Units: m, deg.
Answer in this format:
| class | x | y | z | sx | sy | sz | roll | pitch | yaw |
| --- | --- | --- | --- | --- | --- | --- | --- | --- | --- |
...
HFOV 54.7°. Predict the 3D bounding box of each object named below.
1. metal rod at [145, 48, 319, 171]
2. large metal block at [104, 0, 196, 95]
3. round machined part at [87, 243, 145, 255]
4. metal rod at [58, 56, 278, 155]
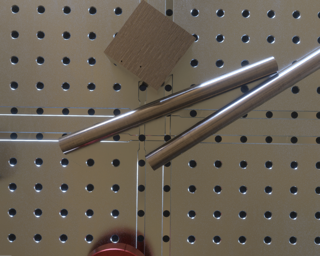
| class | x | y | z | sx | sy | sz | roll | pitch | yaw |
| --- | --- | --- | --- | --- | --- | --- | --- | --- | --- |
| metal rod | 0.114 | -0.032 | 0.414 | 0.301 | 0.025 | 0.025 | -32 | 90 | -1 |
| large metal block | -0.012 | -0.101 | 0.401 | 0.080 | 0.050 | 0.080 | 36 | 90 | -1 |
| round machined part | -0.057 | 0.198 | 0.404 | 0.099 | 0.042 | 0.097 | 0 | 90 | -1 |
| metal rod | 0.011 | -0.030 | 0.413 | 0.301 | 0.025 | 0.025 | -21 | 90 | -1 |
